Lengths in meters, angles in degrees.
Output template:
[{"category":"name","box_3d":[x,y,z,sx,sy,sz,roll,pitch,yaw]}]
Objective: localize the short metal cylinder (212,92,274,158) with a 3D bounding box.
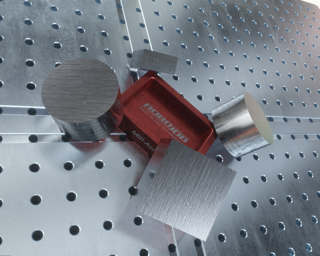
[{"category":"short metal cylinder","box_3d":[0.117,-0.004,0.438,0.080,0.050,0.080,38,37,-35]}]

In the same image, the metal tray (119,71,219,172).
[{"category":"metal tray","box_3d":[0.007,-0.007,0.412,0.130,0.030,0.090,41,51,0]}]

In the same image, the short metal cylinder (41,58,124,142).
[{"category":"short metal cylinder","box_3d":[-0.083,-0.031,0.347,0.081,0.050,0.080,0,65,0]}]

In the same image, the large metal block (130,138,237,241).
[{"category":"large metal block","box_3d":[0.024,0.065,0.343,0.080,0.050,0.080,28,83,-11]}]

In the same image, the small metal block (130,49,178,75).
[{"category":"small metal block","box_3d":[-0.010,-0.093,0.440,0.050,0.050,0.025,8,96,-24]}]
